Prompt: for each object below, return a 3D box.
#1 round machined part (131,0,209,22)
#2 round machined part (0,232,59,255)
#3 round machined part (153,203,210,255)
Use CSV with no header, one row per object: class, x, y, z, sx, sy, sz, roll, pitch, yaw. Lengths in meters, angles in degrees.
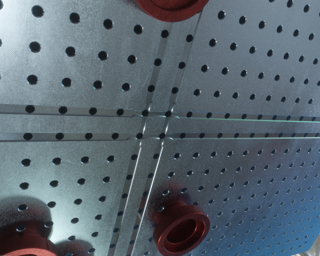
round machined part,0.008,-0.159,0.307,0.099,0.042,0.097,-14,125,-21
round machined part,-0.186,0.178,0.409,0.099,0.042,0.097,-14,125,-21
round machined part,0.032,0.167,0.524,0.099,0.042,0.097,-14,125,-21
